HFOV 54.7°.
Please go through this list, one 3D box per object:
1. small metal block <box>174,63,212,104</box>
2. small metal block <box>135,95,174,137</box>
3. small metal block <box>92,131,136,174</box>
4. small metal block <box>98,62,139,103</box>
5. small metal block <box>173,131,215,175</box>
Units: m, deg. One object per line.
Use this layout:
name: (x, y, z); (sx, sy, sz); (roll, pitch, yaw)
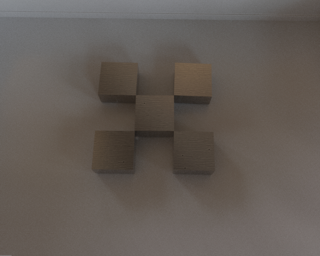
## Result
small metal block: (0.045, -0.062, 0.430); (0.050, 0.025, 0.050); (2, 70, 1)
small metal block: (-0.007, -0.016, 0.413); (0.050, 0.025, 0.050); (1, 70, 0)
small metal block: (-0.057, 0.031, 0.396); (0.050, 0.025, 0.050); (1, 70, 0)
small metal block: (-0.056, -0.063, 0.430); (0.050, 0.025, 0.050); (2, 70, 0)
small metal block: (0.042, 0.032, 0.396); (0.050, 0.025, 0.050); (1, 70, 0)
